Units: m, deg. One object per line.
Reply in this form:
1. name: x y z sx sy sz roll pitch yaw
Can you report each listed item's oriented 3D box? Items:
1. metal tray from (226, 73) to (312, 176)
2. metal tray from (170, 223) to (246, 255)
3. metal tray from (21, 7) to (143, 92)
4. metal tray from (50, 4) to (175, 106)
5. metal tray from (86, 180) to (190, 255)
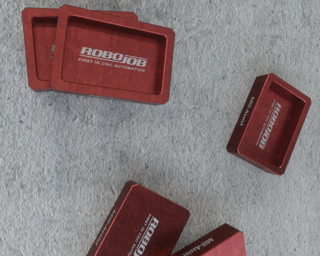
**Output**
1. metal tray: 0.166 -0.005 0.467 0.090 0.030 0.130 28 81 -18
2. metal tray: 0.058 0.196 0.409 0.131 0.030 0.089 -19 106 -29
3. metal tray: -0.090 -0.092 0.372 0.131 0.030 0.089 -5 92 -20
4. metal tray: -0.052 -0.078 0.354 0.131 0.030 0.089 6 88 -20
5. metal tray: -0.030 0.144 0.395 0.090 0.030 0.130 31 80 -18
